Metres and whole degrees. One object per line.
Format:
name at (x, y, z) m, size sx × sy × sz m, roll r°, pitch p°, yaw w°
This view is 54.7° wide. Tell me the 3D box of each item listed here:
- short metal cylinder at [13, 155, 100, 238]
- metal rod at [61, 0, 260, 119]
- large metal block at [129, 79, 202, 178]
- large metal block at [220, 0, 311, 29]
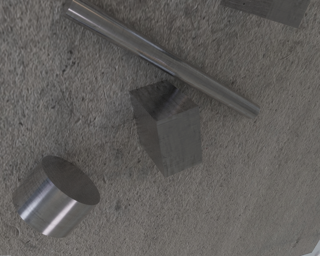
short metal cylinder at (-0.117, 0.077, 0.355) m, size 0.050 × 0.080 × 0.080 m, roll -48°, pitch 129°, yaw 5°
metal rod at (0.027, -0.071, 0.377) m, size 0.302 × 0.025 × 0.025 m, roll 22°, pitch 107°, yaw -36°
large metal block at (0.007, -0.002, 0.374) m, size 0.050 × 0.080 × 0.080 m, roll -20°, pitch 126°, yaw -17°
large metal block at (0.122, -0.163, 0.337) m, size 0.050 × 0.080 × 0.079 m, roll 3°, pitch 117°, yaw -30°
